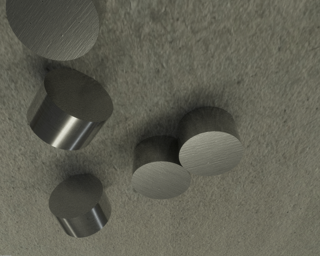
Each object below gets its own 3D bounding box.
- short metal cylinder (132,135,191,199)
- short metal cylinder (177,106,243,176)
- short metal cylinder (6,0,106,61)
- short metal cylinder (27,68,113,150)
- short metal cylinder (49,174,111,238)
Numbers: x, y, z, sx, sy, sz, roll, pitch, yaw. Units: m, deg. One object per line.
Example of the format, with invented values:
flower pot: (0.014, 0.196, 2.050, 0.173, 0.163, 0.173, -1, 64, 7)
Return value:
short metal cylinder: (0.002, 0.057, 0.439, 0.081, 0.050, 0.079, 0, 130, 0)
short metal cylinder: (0.064, 0.018, 0.407, 0.081, 0.050, 0.079, -1, 130, 0)
short metal cylinder: (-0.095, -0.112, 0.294, 0.081, 0.050, 0.079, 0, 130, 0)
short metal cylinder: (-0.101, -0.021, 0.351, 0.080, 0.080, 0.050, 28, 125, -22)
short metal cylinder: (-0.119, 0.116, 0.469, 0.080, 0.080, 0.050, -7, 130, 5)
